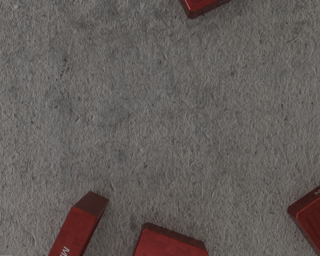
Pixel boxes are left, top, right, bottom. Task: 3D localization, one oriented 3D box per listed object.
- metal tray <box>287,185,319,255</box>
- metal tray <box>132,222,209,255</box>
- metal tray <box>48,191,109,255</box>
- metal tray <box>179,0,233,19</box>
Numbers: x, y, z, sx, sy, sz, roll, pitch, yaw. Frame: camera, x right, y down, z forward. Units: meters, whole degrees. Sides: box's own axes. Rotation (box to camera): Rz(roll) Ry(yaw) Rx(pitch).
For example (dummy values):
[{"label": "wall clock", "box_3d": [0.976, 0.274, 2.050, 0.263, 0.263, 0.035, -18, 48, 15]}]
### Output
[{"label": "metal tray", "box_3d": [0.250, 0.111, 0.409, 0.130, 0.030, 0.090, -35, 90, 0]}, {"label": "metal tray", "box_3d": [-0.001, 0.202, 0.407, 0.090, 0.030, 0.129, 20, 90, 0]}, {"label": "metal tray", "box_3d": [-0.109, 0.149, 0.376, 0.030, 0.090, 0.129, 26, 90, 0]}, {"label": "metal tray", "box_3d": [0.079, -0.214, 0.407, 0.131, 0.030, 0.090, -26, 90, 0]}]
